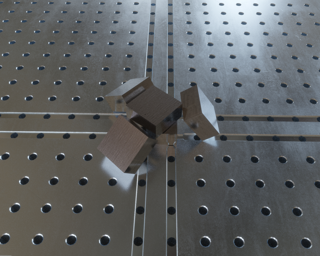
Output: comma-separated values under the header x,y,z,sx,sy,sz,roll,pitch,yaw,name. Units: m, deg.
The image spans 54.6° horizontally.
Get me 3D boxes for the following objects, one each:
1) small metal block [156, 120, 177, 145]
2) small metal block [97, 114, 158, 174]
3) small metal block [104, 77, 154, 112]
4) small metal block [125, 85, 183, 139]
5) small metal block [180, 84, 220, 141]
x,y,z,sx,sy,sz,roll,pitch,yaw,name
-0.003,-0.005,0.412,0.050,0.025,0.050,1,53,1,small metal block
-0.039,0.020,0.374,0.050,0.025,0.050,37,96,27,small metal block
-0.041,-0.046,0.431,0.050,0.025,0.050,-39,24,-28,small metal block
-0.007,-0.021,0.393,0.050,0.025,0.050,34,57,25,small metal block
0.052,-0.019,0.405,0.025,0.050,0.050,-24,46,23,small metal block
